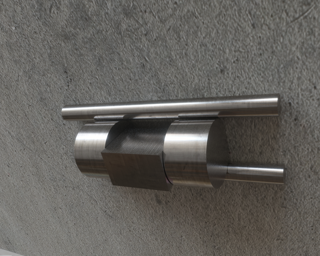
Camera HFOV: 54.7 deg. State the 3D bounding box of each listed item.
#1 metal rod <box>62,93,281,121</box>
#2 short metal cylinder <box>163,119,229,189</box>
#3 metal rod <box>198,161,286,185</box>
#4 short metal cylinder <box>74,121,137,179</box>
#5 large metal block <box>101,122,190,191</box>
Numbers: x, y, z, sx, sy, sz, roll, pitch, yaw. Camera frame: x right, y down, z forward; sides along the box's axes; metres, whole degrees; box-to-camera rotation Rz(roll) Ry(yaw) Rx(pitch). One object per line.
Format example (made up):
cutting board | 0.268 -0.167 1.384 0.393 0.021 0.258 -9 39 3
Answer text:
metal rod | -0.007 -0.023 0.398 0.300 0.025 0.025 0 118 28
short metal cylinder | 0.045 0.030 0.367 0.050 0.080 0.080 -1 118 29
metal rod | 0.014 0.055 0.435 0.300 0.025 0.025 0 118 28
short metal cylinder | -0.071 0.030 0.428 0.050 0.080 0.080 -1 118 29
large metal block | -0.014 0.032 0.397 0.080 0.080 0.050 0 119 28
